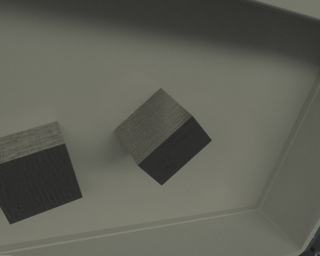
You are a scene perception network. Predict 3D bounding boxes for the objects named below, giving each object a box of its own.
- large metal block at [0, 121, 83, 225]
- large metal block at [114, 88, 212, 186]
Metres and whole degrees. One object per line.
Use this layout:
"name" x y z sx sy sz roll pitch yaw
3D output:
"large metal block" -0.141 0.049 0.346 0.081 0.050 0.079 -18 126 -18
"large metal block" 0.002 0.008 0.381 0.080 0.080 0.050 -42 130 0
